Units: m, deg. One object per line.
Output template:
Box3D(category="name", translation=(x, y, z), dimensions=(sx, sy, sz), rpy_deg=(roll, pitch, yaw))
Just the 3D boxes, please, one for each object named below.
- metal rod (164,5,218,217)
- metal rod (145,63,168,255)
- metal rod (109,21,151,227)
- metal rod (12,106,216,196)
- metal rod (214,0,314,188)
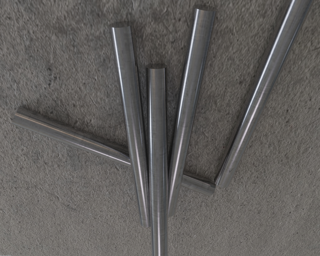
Box3D(category="metal rod", translation=(0.028, 0.004, 0.389), dimensions=(0.025, 0.025, 0.298), rpy_deg=(5, 124, -4))
Box3D(category="metal rod", translation=(-0.002, 0.064, 0.414), dimensions=(0.025, 0.025, 0.298), rpy_deg=(-1, 116, 0))
Box3D(category="metal rod", translation=(-0.029, 0.019, 0.398), dimensions=(0.025, 0.025, 0.298), rpy_deg=(-3, 123, 2))
Box3D(category="metal rod", translation=(-0.051, 0.040, 0.440), dimensions=(0.302, 0.025, 0.025), rpy_deg=(23, 126, -19))
Box3D(category="metal rod", translation=(0.118, -0.030, 0.382), dimensions=(0.025, 0.025, 0.298), rpy_deg=(6, 130, -6))
